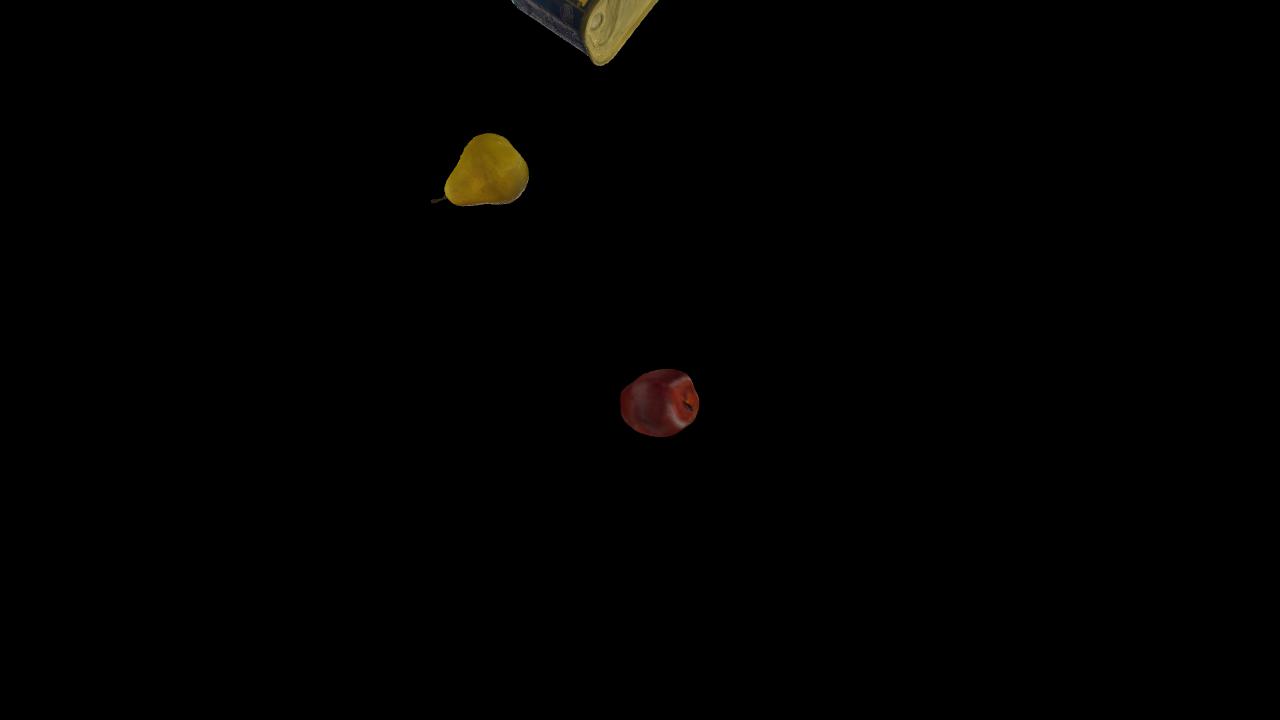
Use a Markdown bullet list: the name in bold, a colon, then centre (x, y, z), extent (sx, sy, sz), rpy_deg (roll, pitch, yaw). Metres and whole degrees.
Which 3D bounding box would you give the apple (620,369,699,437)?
- **apple**: centre (0.021, 0.049, 0.681), extent (0.093, 0.079, 0.079), rpy_deg (-2, -2, 41)

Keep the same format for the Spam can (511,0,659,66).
- **Spam can**: centre (-0.036, -0.282, 0.444), extent (0.085, 0.101, 0.058), rpy_deg (39, 0, 12)

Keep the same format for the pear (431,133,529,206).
- **pear**: centre (-0.183, -0.201, 0.695), extent (0.111, 0.080, 0.080), rpy_deg (-40, 5, -6)
